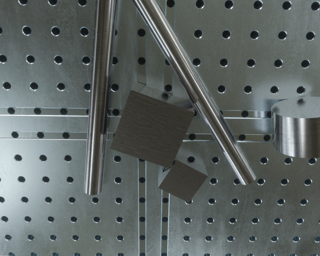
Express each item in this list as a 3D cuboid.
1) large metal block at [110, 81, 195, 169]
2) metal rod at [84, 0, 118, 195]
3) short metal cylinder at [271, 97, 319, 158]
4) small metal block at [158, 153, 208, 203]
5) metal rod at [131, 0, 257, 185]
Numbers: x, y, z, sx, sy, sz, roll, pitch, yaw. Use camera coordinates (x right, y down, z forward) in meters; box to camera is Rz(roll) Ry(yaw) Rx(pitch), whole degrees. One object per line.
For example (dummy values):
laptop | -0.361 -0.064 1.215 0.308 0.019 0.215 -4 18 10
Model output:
large metal block | -0.010 -0.005 0.398 0.080 0.050 0.079 19 109 -8
metal rod | -0.076 -0.049 0.394 0.025 0.025 0.298 7 110 -3
short metal cylinder | 0.182 -0.003 0.386 0.080 0.080 0.050 -9 110 3
small metal block | 0.032 0.070 0.440 0.050 0.025 0.050 29 107 -11
metal rod | 0.048 -0.047 0.396 0.025 0.025 0.299 -30 108 10
